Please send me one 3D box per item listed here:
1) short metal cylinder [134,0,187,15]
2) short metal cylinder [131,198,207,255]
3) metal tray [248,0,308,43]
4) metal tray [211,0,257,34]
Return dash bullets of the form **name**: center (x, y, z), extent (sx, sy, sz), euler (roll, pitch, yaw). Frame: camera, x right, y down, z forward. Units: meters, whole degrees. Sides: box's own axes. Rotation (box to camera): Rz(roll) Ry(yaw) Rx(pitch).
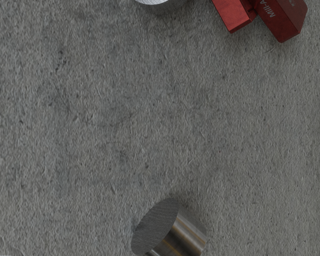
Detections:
- **short metal cylinder**: center (-0.003, -0.184, 0.376), extent (0.080, 0.050, 0.079), euler (1, 97, 12)
- **short metal cylinder**: center (0.010, 0.135, 0.384), extent (0.050, 0.080, 0.080), euler (45, 76, -15)
- **metal tray**: center (0.158, -0.197, 0.442), extent (0.130, 0.030, 0.090), euler (46, 49, -16)
- **metal tray**: center (0.082, -0.196, 0.408), extent (0.130, 0.030, 0.090), euler (57, 32, -11)
